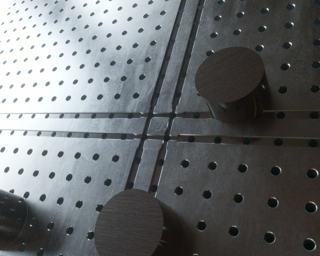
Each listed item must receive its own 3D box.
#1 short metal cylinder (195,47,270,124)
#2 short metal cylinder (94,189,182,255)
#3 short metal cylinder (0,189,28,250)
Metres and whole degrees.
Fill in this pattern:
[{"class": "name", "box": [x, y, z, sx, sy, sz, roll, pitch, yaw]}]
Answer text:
[{"class": "short metal cylinder", "box": [0.089, -0.051, 0.377, 0.080, 0.050, 0.080, -13, 56, 21]}, {"class": "short metal cylinder", "box": [-0.023, 0.112, 0.335, 0.080, 0.050, 0.080, -13, 56, 21]}, {"class": "short metal cylinder", "box": [-0.239, 0.127, 0.440, 0.080, 0.050, 0.080, -13, 56, 21]}]
